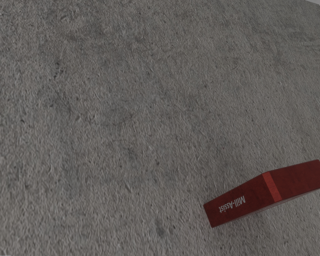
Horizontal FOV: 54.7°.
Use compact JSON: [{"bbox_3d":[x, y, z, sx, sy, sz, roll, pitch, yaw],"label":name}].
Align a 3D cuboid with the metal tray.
[{"bbox_3d":[0.119,0.081,0.367,0.091,0.129,0.030,-6,65,-30],"label":"metal tray"}]
